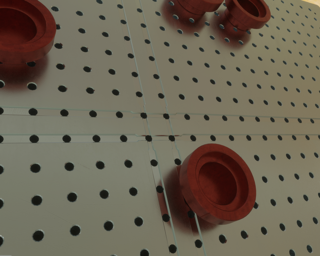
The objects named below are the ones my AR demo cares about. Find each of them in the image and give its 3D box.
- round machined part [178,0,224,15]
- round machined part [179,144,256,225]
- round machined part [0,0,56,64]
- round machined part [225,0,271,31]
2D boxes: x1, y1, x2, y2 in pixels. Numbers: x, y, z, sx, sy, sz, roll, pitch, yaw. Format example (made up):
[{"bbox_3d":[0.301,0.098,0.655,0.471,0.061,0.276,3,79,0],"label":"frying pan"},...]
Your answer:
[{"bbox_3d":[0.071,-0.257,0.591,0.099,0.042,0.098,13,56,-21],"label":"round machined part"},{"bbox_3d":[0.067,0.072,0.389,0.099,0.042,0.098,13,56,-21],"label":"round machined part"},{"bbox_3d":[-0.179,-0.116,0.371,0.099,0.042,0.098,13,56,-21],"label":"round machined part"},{"bbox_3d":[0.174,-0.239,0.636,0.099,0.042,0.098,13,56,-21],"label":"round machined part"}]
